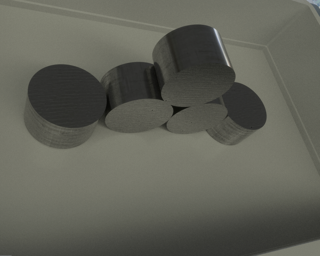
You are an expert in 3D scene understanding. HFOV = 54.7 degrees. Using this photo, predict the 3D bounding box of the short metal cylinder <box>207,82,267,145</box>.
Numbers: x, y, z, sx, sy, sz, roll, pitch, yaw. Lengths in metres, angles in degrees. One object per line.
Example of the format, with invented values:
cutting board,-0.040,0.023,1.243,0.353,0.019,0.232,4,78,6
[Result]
short metal cylinder,0.109,-0.021,0.458,0.081,0.050,0.080,14,56,-21

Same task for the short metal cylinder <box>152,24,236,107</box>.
short metal cylinder,0.036,-0.065,0.339,0.081,0.080,0.050,2,61,-28

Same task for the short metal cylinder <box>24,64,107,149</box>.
short metal cylinder,-0.106,-0.023,0.345,0.081,0.050,0.080,14,56,-21

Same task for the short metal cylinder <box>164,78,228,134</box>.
short metal cylinder,0.043,-0.032,0.411,0.081,0.080,0.050,2,61,-28

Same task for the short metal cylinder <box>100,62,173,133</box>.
short metal cylinder,-0.029,-0.034,0.373,0.081,0.080,0.050,2,61,-28
